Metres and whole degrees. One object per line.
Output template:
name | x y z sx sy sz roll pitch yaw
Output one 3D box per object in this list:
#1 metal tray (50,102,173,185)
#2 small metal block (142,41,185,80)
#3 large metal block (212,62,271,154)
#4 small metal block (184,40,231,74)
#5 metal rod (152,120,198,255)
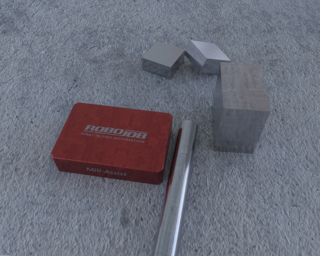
metal tray | -0.055 0.016 0.385 0.131 0.030 0.090 7 50 5
small metal block | 0.006 -0.109 0.495 0.050 0.025 0.050 22 53 17
large metal block | 0.097 -0.025 0.390 0.050 0.080 0.080 4 50 3
small metal block | 0.074 -0.111 0.486 0.050 0.025 0.050 -3 46 -34
metal rod | 0.008 0.110 0.310 0.025 0.025 0.300 9 50 7
